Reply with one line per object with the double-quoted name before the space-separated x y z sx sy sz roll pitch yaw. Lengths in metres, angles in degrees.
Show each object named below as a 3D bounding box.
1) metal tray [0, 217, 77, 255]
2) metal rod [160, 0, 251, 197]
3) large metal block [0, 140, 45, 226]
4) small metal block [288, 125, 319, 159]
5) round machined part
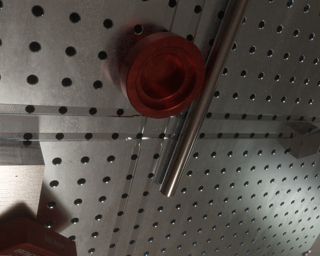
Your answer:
"metal tray" -0.169 0.154 0.374 0.090 0.030 0.130 -21 146 1
"metal rod" 0.055 -0.032 0.423 0.025 0.025 0.298 4 116 -31
"large metal block" -0.176 0.060 0.336 0.081 0.050 0.079 3 117 -31
"small metal block" 0.273 0.026 0.580 0.050 0.025 0.050 -12 124 -22
"round machined part" 0.000 -0.063 0.362 0.099 0.042 0.097 -14 125 -21
